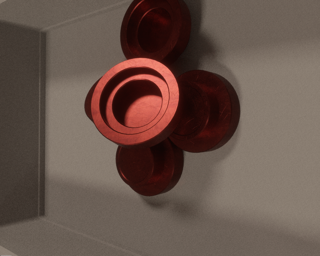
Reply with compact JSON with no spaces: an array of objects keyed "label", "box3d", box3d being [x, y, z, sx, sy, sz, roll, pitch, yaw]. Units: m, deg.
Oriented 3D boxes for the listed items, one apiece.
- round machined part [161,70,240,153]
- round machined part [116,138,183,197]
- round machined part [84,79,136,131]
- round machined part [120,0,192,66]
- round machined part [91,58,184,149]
[{"label":"round machined part","box3d":[0.039,-0.019,0.362,0.098,0.042,0.097,0,90,39]},{"label":"round machined part","box3d":[-0.021,0.042,0.411,0.098,0.042,0.097,0,90,39]},{"label":"round machined part","box3d":[-0.046,-0.034,0.412,0.098,0.042,0.098,-12,51,16]},{"label":"round machined part","box3d":[-0.001,-0.121,0.393,0.098,0.042,0.097,-2,87,38]},{"label":"round machined part","box3d":[-0.022,-0.024,0.340,0.098,0.042,0.098,-5,72,15]}]
